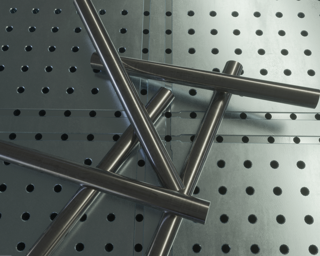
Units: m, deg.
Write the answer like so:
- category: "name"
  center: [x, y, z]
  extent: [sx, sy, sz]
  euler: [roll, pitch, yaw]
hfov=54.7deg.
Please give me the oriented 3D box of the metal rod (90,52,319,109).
- category: "metal rod"
  center: [0.050, -0.067, 0.414]
  extent: [0.301, 0.025, 0.025]
  euler: [12, 70, 12]

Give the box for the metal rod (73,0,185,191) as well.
- category: "metal rod"
  center: [-0.047, -0.053, 0.401]
  extent: [0.025, 0.025, 0.299]
  euler: [-24, 74, -9]

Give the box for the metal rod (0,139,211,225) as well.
- category: "metal rod"
  center: [-0.091, 0.055, 0.364]
  extent: [0.301, 0.025, 0.025]
  euler: [14, 70, 15]

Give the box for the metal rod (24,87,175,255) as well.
- category: "metal rod"
  center: [-0.078, 0.066, 0.386]
  extent: [0.025, 0.025, 0.300]
  euler: [34, 73, 11]

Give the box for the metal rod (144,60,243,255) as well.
- category: "metal rod"
  center: [0.047, 0.039, 0.397]
  extent: [0.025, 0.025, 0.300]
  euler: [23, 71, 7]
